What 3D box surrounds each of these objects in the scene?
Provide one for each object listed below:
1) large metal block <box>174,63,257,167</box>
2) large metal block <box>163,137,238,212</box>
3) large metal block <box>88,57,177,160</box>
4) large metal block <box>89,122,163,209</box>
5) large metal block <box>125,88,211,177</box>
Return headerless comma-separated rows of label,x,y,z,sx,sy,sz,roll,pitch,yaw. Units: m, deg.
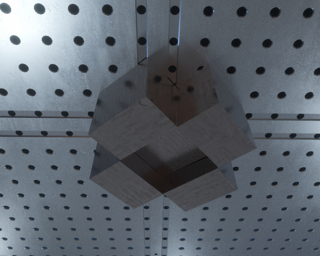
large metal block,0.063,-0.015,0.363,0.050,0.080,0.080,-32,124,23
large metal block,0.051,0.055,0.424,0.080,0.080,0.050,-30,124,23
large metal block,-0.029,-0.023,0.356,0.080,0.080,0.050,-31,124,24
large metal block,-0.041,0.047,0.415,0.050,0.080,0.080,-32,124,24
large metal block,0.012,0.007,0.400,0.080,0.050,0.080,-30,123,25
